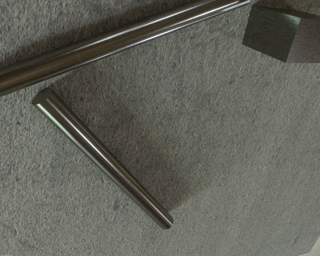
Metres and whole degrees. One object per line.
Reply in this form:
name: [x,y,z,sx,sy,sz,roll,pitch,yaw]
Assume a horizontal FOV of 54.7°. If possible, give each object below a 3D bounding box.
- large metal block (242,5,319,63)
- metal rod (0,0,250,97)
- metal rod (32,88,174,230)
large metal block: [0.166,-0.119,0.391,0.081,0.080,0.050,-6,121,-26]
metal rod: [-0.035,-0.097,0.328,0.302,0.025,0.025,-24,128,-14]
metal rod: [-0.056,0.061,0.415,0.025,0.025,0.300,-38,130,-3]
